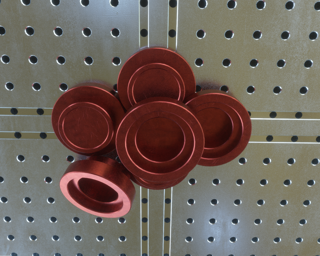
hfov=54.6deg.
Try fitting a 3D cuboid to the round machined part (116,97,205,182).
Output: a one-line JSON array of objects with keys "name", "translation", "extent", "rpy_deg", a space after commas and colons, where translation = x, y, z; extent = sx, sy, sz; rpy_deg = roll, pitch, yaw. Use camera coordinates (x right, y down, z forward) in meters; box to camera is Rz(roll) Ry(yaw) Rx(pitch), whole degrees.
[{"name": "round machined part", "translation": [0.000, 0.010, 0.362], "extent": [0.099, 0.042, 0.097], "rpy_deg": [0, 110, 0]}]

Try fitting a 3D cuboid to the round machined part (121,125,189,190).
[{"name": "round machined part", "translation": [-0.004, 0.042, 0.419], "extent": [0.099, 0.042, 0.097], "rpy_deg": [0, 110, 0]}]

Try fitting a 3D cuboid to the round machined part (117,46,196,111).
[{"name": "round machined part", "translation": [-0.004, -0.050, 0.386], "extent": [0.099, 0.042, 0.097], "rpy_deg": [0, 110, 0]}]

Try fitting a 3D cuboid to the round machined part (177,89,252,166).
[{"name": "round machined part", "translation": [0.064, -0.003, 0.403], "extent": [0.099, 0.042, 0.097], "rpy_deg": [0, 110, 0]}]

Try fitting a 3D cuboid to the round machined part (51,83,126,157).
[{"name": "round machined part", "translation": [-0.091, -0.006, 0.401], "extent": [0.099, 0.042, 0.097], "rpy_deg": [0, 110, 0]}]

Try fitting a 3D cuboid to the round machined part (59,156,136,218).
[{"name": "round machined part", "translation": [-0.079, 0.075, 0.417], "extent": [0.098, 0.042, 0.097], "rpy_deg": [9, 134, 10]}]
